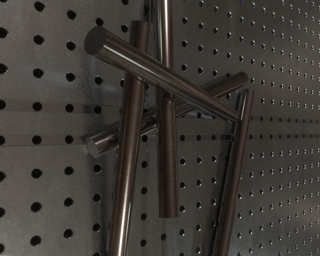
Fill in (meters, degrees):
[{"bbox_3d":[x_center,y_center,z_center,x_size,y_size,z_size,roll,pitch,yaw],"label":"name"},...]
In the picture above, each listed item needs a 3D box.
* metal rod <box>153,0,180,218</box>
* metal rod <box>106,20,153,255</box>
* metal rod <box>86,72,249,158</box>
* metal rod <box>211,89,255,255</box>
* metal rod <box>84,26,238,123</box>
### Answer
[{"bbox_3d":[0.007,-0.043,0.388,0.025,0.025,0.298,7,77,-40],"label":"metal rod"},{"bbox_3d":[-0.037,0.034,0.350,0.025,0.025,0.298,2,98,-40],"label":"metal rod"},{"bbox_3d":[0.032,-0.031,0.438,0.302,0.025,0.025,-26,107,-37],"label":"metal rod"},{"bbox_3d":[0.122,0.079,0.514,0.025,0.025,0.299,21,77,-39],"label":"metal rod"},{"bbox_3d":[0.030,-0.046,0.376,0.301,0.025,0.025,17,79,-55],"label":"metal rod"}]
